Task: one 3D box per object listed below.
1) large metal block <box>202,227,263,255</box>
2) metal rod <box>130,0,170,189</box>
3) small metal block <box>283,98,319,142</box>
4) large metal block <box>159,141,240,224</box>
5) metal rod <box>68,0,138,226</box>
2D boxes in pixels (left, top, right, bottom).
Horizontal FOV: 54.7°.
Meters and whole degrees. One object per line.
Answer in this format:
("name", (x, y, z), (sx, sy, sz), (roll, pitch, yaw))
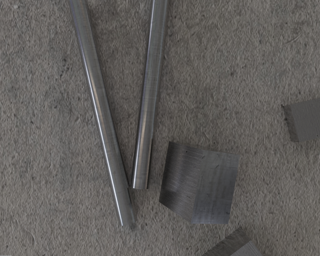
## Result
("large metal block", (0.102, 0.191, 0.399), (0.080, 0.050, 0.080), (-37, 90, 0))
("metal rod", (-0.010, -0.070, 0.409), (0.025, 0.025, 0.298), (6, 90, 0))
("small metal block", (0.198, -0.011, 0.412), (0.050, 0.025, 0.050), (-13, 90, 0))
("large metal block", (0.045, 0.063, 0.376), (0.050, 0.080, 0.080), (10, 90, -26))
("metal rod", (-0.075, -0.021, 0.409), (0.025, 0.025, 0.298), (-13, 90, 0))
